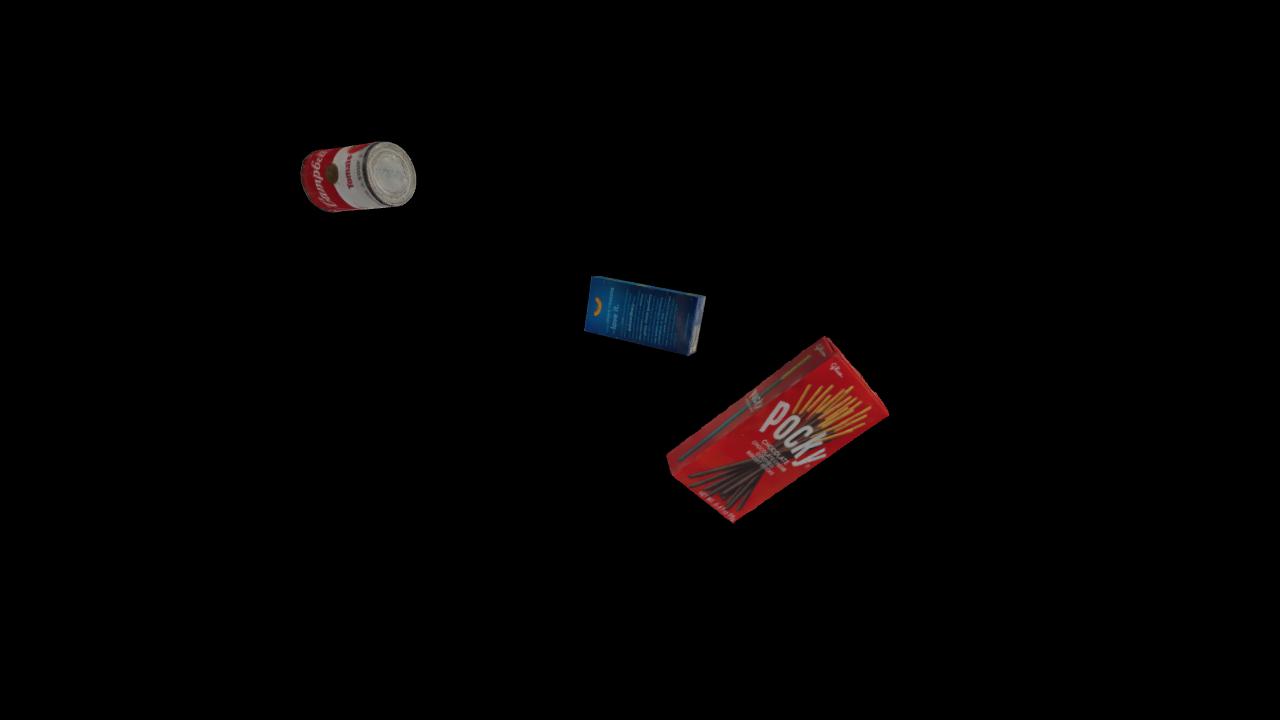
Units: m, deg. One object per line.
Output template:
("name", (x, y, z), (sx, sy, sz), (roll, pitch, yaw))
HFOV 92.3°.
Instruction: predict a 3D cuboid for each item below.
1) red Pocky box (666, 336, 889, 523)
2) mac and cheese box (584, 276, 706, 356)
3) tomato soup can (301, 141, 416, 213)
("red Pocky box", (0.104, 0.058, 0.470), (0.083, 0.155, 0.028), (42, 18, -28))
("mac and cheese box", (0.005, -0.072, 0.962), (0.184, 0.093, 0.041), (15, 16, 23))
("tomato soup can", (-0.300, -0.194, 0.659), (0.101, 0.068, 0.068), (4, 2, 26))
